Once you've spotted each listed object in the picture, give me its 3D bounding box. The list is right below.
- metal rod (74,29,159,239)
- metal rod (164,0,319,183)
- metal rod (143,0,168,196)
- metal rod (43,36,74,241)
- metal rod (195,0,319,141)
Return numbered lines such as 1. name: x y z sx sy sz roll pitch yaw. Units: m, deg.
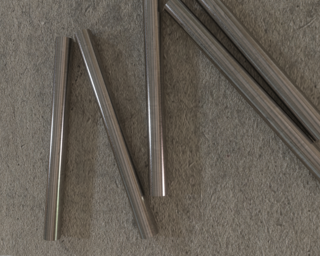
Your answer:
1. metal rod: -0.062 0.003 0.430 0.025 0.025 0.299 -22 83 19
2. metal rod: 0.107 -0.047 0.371 0.025 0.025 0.300 -42 77 15
3. metal rod: -0.007 -0.061 0.411 0.025 0.025 0.298 -2 89 20
4. metal rod: -0.152 0.016 0.462 0.025 0.025 0.298 5 92 20
5. metal rod: 0.096 -0.111 0.374 0.025 0.025 0.299 -39 78 16
